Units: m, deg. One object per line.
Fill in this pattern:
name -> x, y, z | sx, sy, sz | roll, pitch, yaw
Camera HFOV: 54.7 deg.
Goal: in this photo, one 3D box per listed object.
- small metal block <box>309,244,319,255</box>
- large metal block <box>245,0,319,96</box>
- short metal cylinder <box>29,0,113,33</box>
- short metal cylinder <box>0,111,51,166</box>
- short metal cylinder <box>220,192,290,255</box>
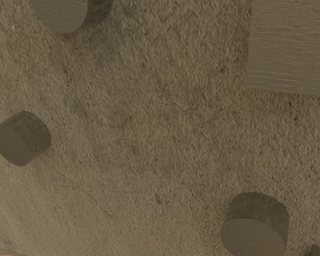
small metal block -> 0.221, 0.187, 0.406 | 0.050, 0.025, 0.050 | 15, 125, 20
large metal block -> 0.125, -0.078, 0.277 | 0.080, 0.050, 0.079 | 10, 123, 23
short metal cylinder -> -0.100, -0.153, 0.349 | 0.080, 0.050, 0.079 | 13, 124, 21
short metal cylinder -> -0.234, 0.018, 0.525 | 0.080, 0.050, 0.079 | 13, 124, 21
short metal cylinder -> 0.125, 0.132, 0.406 | 0.080, 0.050, 0.079 | 13, 124, 21
